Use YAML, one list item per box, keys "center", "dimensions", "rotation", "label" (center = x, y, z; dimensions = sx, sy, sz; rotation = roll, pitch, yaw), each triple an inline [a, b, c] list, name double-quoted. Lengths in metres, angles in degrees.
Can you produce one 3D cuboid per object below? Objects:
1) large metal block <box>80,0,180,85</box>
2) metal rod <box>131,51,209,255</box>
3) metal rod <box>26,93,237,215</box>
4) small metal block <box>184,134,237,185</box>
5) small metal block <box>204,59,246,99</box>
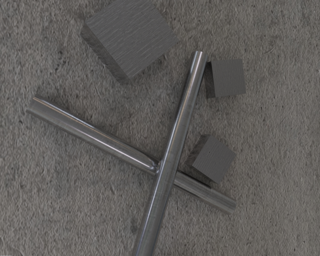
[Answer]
- center: [-0.038, -0.112, 0.382]
  dimensions: [0.080, 0.050, 0.080]
  rotation: [-42, 103, -15]
  label: "large metal block"
- center: [0.013, 0.038, 0.389]
  dimensions: [0.025, 0.025, 0.299]
  rotation: [23, 73, -19]
  label: "metal rod"
- center: [-0.023, 0.042, 0.400]
  dimensions: [0.301, 0.025, 0.025]
  rotation: [30, 80, -18]
  label: "metal rod"
- center: [0.071, 0.043, 0.436]
  dimensions: [0.050, 0.025, 0.050]
  rotation: [36, 78, -17]
  label: "small metal block"
- center: [0.092, -0.070, 0.443]
  dimensions: [0.050, 0.025, 0.050]
  rotation: [-9, 93, -20]
  label: "small metal block"
